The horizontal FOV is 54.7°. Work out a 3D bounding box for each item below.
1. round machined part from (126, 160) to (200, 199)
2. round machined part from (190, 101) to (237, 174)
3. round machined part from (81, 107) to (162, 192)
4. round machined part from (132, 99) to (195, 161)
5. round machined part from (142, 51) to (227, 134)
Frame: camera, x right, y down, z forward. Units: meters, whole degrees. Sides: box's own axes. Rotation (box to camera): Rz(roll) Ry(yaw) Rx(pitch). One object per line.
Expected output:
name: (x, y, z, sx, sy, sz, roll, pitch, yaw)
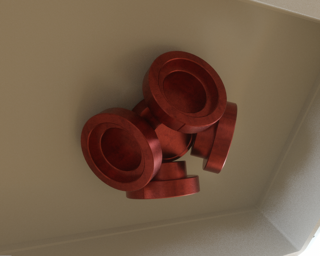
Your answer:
round machined part: (0.002, 0.067, 0.416, 0.099, 0.098, 0.042, -2, 83, -28)
round machined part: (0.069, 0.009, 0.418, 0.042, 0.098, 0.097, 14, 116, 5)
round machined part: (-0.041, 0.022, 0.364, 0.042, 0.098, 0.097, -39, 144, -54)
round machined part: (0.007, 0.006, 0.404, 0.099, 0.042, 0.097, -14, 125, -21)
round machined part: (0.025, -0.038, 0.363, 0.099, 0.098, 0.042, -4, 158, -27)
